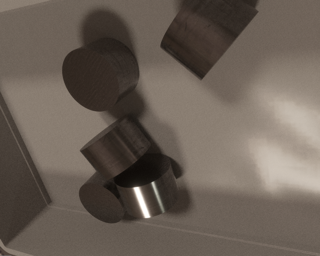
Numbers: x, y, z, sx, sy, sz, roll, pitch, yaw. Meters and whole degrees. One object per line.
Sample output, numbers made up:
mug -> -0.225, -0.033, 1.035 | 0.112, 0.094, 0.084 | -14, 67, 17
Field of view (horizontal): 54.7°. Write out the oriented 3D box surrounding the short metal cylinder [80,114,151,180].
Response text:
short metal cylinder -> -0.060, 0.025, 0.418 | 0.080, 0.080, 0.050 | -29, 103, 37

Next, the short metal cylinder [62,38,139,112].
short metal cylinder -> -0.073, -0.067, 0.388 | 0.080, 0.050, 0.079 | 13, 124, 20

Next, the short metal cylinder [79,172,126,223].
short metal cylinder -> -0.082, 0.106, 0.499 | 0.080, 0.050, 0.079 | 13, 124, 20

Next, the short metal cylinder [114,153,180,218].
short metal cylinder -> -0.018, 0.078, 0.429 | 0.080, 0.080, 0.050 | -3, 117, 29

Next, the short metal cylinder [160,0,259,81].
short metal cylinder -> 0.045, -0.092, 0.292 | 0.050, 0.080, 0.080 | 40, 129, 1
